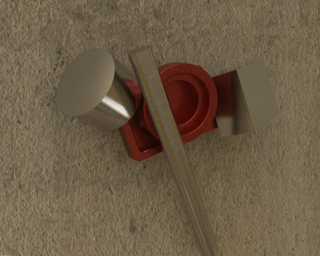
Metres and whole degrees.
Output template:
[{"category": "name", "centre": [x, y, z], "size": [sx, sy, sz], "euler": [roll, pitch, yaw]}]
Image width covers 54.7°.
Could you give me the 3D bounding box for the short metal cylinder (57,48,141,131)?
[{"category": "short metal cylinder", "centre": [-0.068, -0.042, 0.350], "size": [0.050, 0.080, 0.080], "euler": [34, 76, -54]}]

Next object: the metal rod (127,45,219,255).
[{"category": "metal rod", "centre": [0.025, 0.048, 0.374], "size": [0.025, 0.025, 0.298], "euler": [-29, 117, -18]}]

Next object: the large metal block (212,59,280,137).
[{"category": "large metal block", "centre": [0.113, -0.042, 0.422], "size": [0.081, 0.050, 0.080], "euler": [-26, 100, -45]}]

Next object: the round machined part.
[{"category": "round machined part", "centre": [0.018, -0.032, 0.383], "size": [0.099, 0.042, 0.097], "euler": [-7, 108, -23]}]

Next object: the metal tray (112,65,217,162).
[{"category": "metal tray", "centre": [0.008, -0.021, 0.411], "size": [0.131, 0.030, 0.090], "euler": [-22, 98, -19]}]
